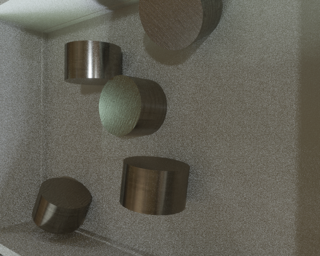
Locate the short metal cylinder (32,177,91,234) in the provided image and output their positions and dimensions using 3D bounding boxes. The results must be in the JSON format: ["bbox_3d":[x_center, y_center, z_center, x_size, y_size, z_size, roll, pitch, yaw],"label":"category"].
[{"bbox_3d":[-0.159,0.124,0.503,0.080,0.081,0.050,36,112,34],"label":"short metal cylinder"}]

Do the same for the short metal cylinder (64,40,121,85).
[{"bbox_3d":[-0.097,-0.092,0.451,0.080,0.081,0.050,1,91,40],"label":"short metal cylinder"}]

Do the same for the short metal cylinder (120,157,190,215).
[{"bbox_3d":[-0.006,0.067,0.376,0.080,0.081,0.050,10,97,39],"label":"short metal cylinder"}]

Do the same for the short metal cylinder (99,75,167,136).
[{"bbox_3d":[-0.037,-0.029,0.422,0.080,0.050,0.080,0,90,40],"label":"short metal cylinder"}]

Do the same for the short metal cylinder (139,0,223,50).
[{"bbox_3d":[0.023,-0.135,0.351,0.080,0.050,0.079,19,127,27],"label":"short metal cylinder"}]
